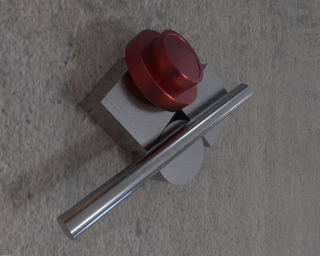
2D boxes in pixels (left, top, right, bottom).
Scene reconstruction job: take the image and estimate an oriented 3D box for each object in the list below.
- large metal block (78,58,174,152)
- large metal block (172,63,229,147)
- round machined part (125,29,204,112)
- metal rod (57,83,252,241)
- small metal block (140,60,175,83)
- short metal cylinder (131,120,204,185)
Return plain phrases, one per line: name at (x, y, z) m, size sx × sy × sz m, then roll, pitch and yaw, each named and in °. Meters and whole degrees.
large metal block at (-0.032, -0.029, 0.363) m, size 0.080 × 0.050 × 0.080 m, roll 50°, pitch 60°, yaw -29°
large metal block at (0.051, -0.031, 0.435) m, size 0.080 × 0.050 × 0.080 m, roll 49°, pitch 61°, yaw -29°
round machined part at (0.012, -0.070, 0.349) m, size 0.098 × 0.042 × 0.098 m, roll 32°, pitch 42°, yaw -34°
metal rod at (0.019, 0.018, 0.358) m, size 0.302 × 0.025 × 0.025 m, roll -35°, pitch 112°, yaw -35°
small metal block at (0.002, -0.069, 0.408) m, size 0.050 × 0.025 × 0.050 m, roll 50°, pitch 60°, yaw -29°
short metal cylinder at (0.011, 0.030, 0.400) m, size 0.081 × 0.050 × 0.079 m, roll 0°, pitch 90°, yaw -40°
